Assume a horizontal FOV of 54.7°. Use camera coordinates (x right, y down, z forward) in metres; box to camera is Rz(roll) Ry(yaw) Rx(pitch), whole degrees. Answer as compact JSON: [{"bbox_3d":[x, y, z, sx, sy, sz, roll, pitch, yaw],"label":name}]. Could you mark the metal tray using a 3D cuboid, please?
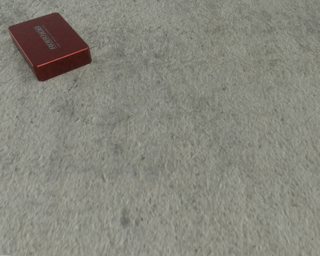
[{"bbox_3d":[-0.184,-0.139,0.514,0.091,0.030,0.130,-28,56,-22],"label":"metal tray"}]
